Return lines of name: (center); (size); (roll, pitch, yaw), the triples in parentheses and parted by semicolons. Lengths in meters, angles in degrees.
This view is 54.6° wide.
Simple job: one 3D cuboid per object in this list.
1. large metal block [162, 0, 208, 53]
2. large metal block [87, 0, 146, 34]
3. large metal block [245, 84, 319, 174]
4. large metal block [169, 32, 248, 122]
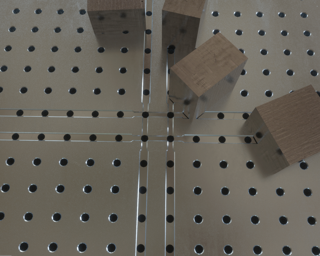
large metal block: (0.038, -0.167, 0.444); (0.050, 0.080, 0.080); (15, 71, 5)
large metal block: (-0.064, -0.194, 0.469); (0.080, 0.050, 0.080); (-3, 70, -1)
large metal block: (0.171, 0.002, 0.399); (0.080, 0.050, 0.080); (-22, 72, -8)
large metal block: (0.059, -0.064, 0.406); (0.080, 0.080, 0.050); (-38, 75, -13)
